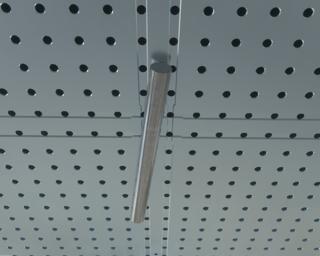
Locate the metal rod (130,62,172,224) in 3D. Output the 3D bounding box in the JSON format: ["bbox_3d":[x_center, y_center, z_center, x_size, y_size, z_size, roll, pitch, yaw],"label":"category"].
[{"bbox_3d":[-0.019,0.044,0.448,0.025,0.025,0.298,6,130,-5],"label":"metal rod"}]
